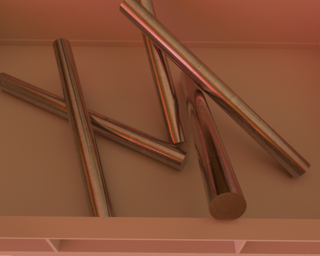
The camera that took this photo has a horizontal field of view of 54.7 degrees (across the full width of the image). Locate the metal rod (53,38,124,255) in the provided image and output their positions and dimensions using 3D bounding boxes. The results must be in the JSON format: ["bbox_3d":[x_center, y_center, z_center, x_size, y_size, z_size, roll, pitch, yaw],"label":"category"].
[{"bbox_3d":[-0.095,0.001,0.376,0.025,0.025,0.299,-15,60,-12],"label":"metal rod"}]

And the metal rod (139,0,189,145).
[{"bbox_3d":[-0.011,-0.123,0.419,0.025,0.025,0.299,-12,79,-10],"label":"metal rod"}]

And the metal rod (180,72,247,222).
[{"bbox_3d":[0.044,-0.014,0.341,0.025,0.025,0.300,0,26,0],"label":"metal rod"}]

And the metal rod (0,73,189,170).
[{"bbox_3d":[-0.103,-0.015,0.416,0.301,0.025,0.025,23,54,17],"label":"metal rod"}]

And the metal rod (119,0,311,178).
[{"bbox_3d":[0.063,-0.054,0.382,0.300,0.025,0.025,45,61,6],"label":"metal rod"}]
